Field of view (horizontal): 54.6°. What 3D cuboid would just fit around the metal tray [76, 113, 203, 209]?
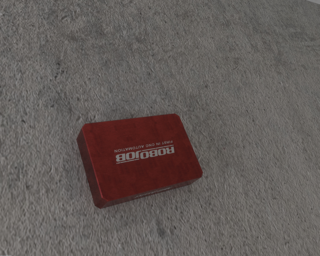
[{"bbox_3d":[-0.022,0.034,0.368,0.131,0.030,0.090,-8,66,-32],"label":"metal tray"}]
